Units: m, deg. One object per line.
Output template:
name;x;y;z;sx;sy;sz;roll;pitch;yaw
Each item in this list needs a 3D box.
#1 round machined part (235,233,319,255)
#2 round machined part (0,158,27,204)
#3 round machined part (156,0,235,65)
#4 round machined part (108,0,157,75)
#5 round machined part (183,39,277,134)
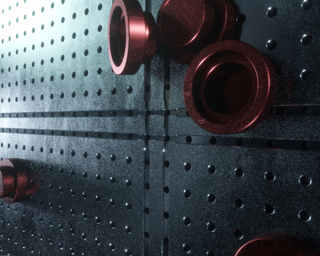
round machined part;0.114;0.158;0.303;0.098;0.042;0.097;0;90;39
round machined part;-0.332;0.115;0.667;0.098;0.042;0.097;0;90;39
round machined part;0.034;-0.125;0.368;0.098;0.042;0.097;0;90;39
round machined part;-0.036;-0.119;0.409;0.098;0.042;0.097;176;90;-67
round machined part;0.077;-0.042;0.334;0.098;0.042;0.097;0;90;39
